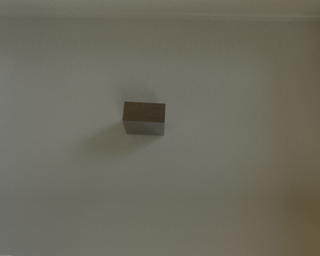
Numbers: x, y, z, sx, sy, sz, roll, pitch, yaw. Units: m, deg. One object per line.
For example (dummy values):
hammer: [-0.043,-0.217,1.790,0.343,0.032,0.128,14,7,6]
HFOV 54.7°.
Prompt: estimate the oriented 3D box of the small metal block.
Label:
small metal block: [-0.019,-0.011,0.396,0.050,0.050,0.025,3,70,1]
